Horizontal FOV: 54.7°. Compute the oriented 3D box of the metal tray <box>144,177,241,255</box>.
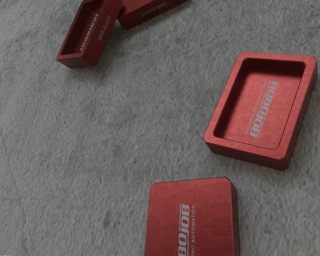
[{"bbox_3d":[0.032,0.118,0.310,0.090,0.030,0.130,-9,58,22],"label":"metal tray"}]

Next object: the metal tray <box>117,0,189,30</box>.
[{"bbox_3d":[-0.017,-0.239,0.554,0.130,0.030,0.090,-21,54,15],"label":"metal tray"}]

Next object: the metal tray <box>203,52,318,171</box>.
[{"bbox_3d":[0.116,-0.025,0.354,0.090,0.030,0.130,14,68,33],"label":"metal tray"}]

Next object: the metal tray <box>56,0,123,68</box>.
[{"bbox_3d":[-0.125,-0.171,0.545,0.090,0.030,0.130,8,73,44],"label":"metal tray"}]
